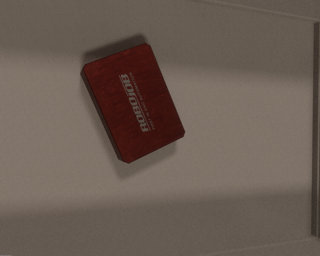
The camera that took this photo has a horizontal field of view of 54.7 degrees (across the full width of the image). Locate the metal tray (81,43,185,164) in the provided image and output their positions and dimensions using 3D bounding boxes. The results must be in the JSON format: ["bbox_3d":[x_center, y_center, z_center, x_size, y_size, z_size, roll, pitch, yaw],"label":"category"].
[{"bbox_3d":[-0.033,-0.031,0.396,0.091,0.030,0.129,-25,99,-19],"label":"metal tray"}]
